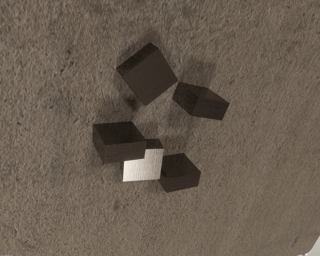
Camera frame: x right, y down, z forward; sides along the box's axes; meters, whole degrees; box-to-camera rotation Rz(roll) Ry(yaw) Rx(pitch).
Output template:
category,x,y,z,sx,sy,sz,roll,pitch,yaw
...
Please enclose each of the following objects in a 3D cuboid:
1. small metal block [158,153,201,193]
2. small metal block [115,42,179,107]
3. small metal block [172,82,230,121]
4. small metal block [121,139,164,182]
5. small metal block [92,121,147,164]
category,x,y,z,sx,sy,sz,roll,pitch,yaw
small metal block,0.022,0.063,0.444,0.050,0.050,0.025,-6,121,-26
small metal block,-0.014,-0.062,0.362,0.050,0.025,0.050,-39,130,-2
small metal block,0.052,-0.035,0.399,0.050,0.050,0.025,7,115,-32
small metal block,-0.025,0.043,0.415,0.050,0.025,0.050,-1,120,-15
small metal block,-0.050,0.016,0.374,0.050,0.050,0.025,-5,121,-26
